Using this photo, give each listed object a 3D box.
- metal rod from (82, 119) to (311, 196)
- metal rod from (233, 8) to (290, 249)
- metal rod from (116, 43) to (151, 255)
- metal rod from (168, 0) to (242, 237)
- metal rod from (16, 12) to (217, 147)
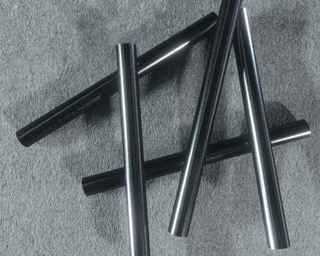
[{"bbox_3d":[0.047,0.039,0.410,0.302,0.025,0.025,-15,90,0],"label":"metal rod"},{"bbox_3d":[0.122,-0.007,0.388,0.025,0.025,0.298,-7,81,0],"label":"metal rod"},{"bbox_3d":[-0.032,0.047,0.383,0.025,0.025,0.298,-4,90,0],"label":"metal rod"},{"bbox_3d":[0.056,-0.016,0.385,0.025,0.025,0.298,13,88,0],"label":"metal rod"},{"bbox_3d":[-0.053,-0.064,0.409,0.301,0.025,0.025,-32,90,0],"label":"metal rod"}]
